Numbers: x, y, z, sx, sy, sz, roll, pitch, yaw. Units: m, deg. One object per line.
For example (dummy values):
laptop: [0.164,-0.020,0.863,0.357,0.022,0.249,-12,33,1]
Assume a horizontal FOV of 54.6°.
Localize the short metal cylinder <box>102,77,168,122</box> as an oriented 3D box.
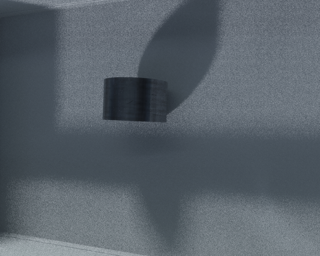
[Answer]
short metal cylinder: [-0.031,-0.034,0.393,0.080,0.080,0.050,3,91,20]
